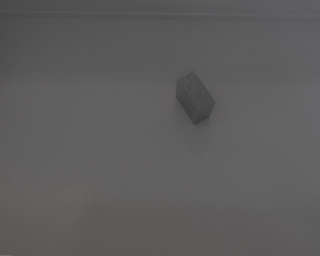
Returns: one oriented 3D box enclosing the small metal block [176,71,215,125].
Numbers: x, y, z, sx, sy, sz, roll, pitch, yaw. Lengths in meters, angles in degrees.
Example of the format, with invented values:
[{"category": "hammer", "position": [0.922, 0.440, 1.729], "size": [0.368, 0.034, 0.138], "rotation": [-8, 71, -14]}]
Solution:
[{"category": "small metal block", "position": [0.045, -0.038, 0.411], "size": [0.025, 0.050, 0.050], "rotation": [-28, 73, -9]}]
